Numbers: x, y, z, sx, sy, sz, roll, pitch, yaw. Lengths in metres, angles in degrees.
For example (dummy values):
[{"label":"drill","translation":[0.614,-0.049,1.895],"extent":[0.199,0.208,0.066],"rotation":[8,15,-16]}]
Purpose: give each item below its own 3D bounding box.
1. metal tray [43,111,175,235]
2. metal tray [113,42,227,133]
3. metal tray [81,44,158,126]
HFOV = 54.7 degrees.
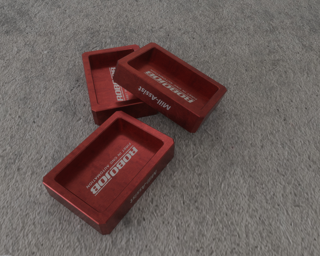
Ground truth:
[{"label":"metal tray","translation":[-0.055,0.045,0.361],"extent":[0.090,0.030,0.131],"rotation":[29,55,22]},{"label":"metal tray","translation":[0.015,-0.059,0.416],"extent":[0.130,0.030,0.090],"rotation":[34,43,10]},{"label":"metal tray","translation":[-0.061,-0.068,0.456],"extent":[0.091,0.030,0.130],"rotation":[-12,51,-10]}]
